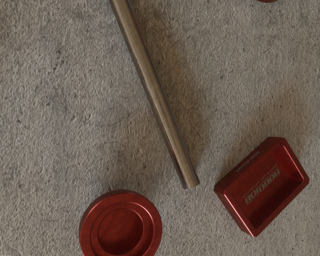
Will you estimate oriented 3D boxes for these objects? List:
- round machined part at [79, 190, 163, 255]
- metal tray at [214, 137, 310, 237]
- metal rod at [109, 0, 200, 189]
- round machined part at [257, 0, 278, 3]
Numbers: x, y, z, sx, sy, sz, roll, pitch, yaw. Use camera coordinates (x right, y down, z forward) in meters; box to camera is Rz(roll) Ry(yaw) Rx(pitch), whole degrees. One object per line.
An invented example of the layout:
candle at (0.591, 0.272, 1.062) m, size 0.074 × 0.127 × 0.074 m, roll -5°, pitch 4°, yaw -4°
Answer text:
round machined part at (-0.050, 0.124, 0.383) m, size 0.099 × 0.042 × 0.097 m, roll 0°, pitch 90°, yaw -21°
metal tray at (0.155, 0.085, 0.465) m, size 0.131 × 0.030 × 0.090 m, roll -38°, pitch 103°, yaw -16°
metal rod at (-0.011, -0.059, 0.405) m, size 0.025 × 0.025 × 0.298 m, roll -24°, pitch 98°, yaw -19°
round machined part at (0.153, -0.234, 0.458) m, size 0.099 × 0.042 × 0.097 m, roll 0°, pitch 90°, yaw -21°
